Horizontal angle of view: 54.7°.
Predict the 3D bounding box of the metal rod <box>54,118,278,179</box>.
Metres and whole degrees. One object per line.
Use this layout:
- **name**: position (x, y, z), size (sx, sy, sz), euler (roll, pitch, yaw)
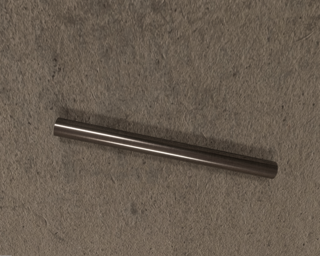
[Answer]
- **metal rod**: position (0.012, 0.029, 0.420), size (0.302, 0.025, 0.025), euler (12, 110, -5)
